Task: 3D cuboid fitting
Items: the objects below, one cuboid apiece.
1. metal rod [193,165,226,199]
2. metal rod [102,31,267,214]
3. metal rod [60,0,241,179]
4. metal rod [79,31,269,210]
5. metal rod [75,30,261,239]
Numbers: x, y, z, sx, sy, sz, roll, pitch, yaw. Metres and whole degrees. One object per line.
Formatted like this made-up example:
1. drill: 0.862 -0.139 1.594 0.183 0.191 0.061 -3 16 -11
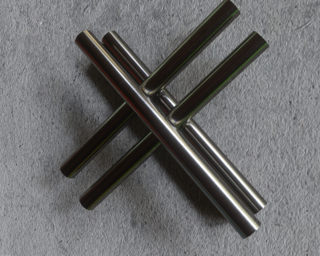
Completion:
1. metal rod: 0.004 -0.001 0.408 0.025 0.025 0.300 -44 77 14
2. metal rod: 0.023 -0.015 0.401 0.025 0.025 0.300 -44 77 14
3. metal rod: -0.022 -0.040 0.390 0.299 0.025 0.025 -43 77 14
4. metal rod: 0.007 0.001 0.380 0.299 0.025 0.025 -43 77 14
5. metal rod: 0.000 -0.003 0.356 0.025 0.025 0.300 -44 77 14
